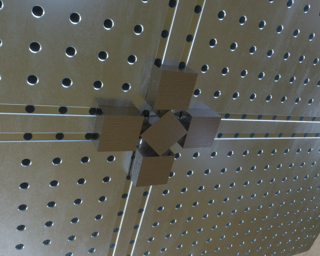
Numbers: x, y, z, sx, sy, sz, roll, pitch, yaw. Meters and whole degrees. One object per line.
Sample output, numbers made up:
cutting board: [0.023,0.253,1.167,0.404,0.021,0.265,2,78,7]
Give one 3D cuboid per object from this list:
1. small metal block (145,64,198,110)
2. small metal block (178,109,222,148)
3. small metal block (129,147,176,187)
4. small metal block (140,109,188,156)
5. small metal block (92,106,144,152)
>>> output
small metal block: [0.014,-0.051,0.389,0.050,0.025,0.050,-1,119,-29]
small metal block: [0.054,0.001,0.443,0.050,0.025,0.050,0,119,-29]
small metal block: [-0.011,0.054,0.440,0.050,0.025,0.050,0,118,-29]
small metal block: [0.001,0.002,0.414,0.050,0.025,0.050,-41,130,-1]
small metal block: [-0.052,0.001,0.384,0.050,0.025,0.050,1,118,-30]
